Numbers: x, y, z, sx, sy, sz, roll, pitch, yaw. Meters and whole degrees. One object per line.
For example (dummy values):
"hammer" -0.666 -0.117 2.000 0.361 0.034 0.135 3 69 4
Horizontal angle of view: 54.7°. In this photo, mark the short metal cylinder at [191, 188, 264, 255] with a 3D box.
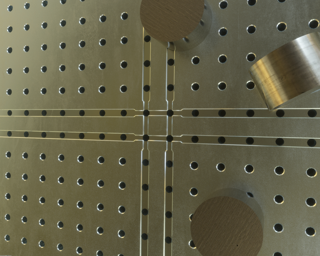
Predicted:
"short metal cylinder" 0.082 0.116 0.370 0.080 0.050 0.079 0 90 20

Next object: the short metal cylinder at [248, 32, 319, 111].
"short metal cylinder" 0.144 -0.058 0.332 0.080 0.080 0.050 -27 81 18

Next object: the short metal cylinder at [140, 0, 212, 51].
"short metal cylinder" 0.022 -0.143 0.392 0.080 0.050 0.079 0 90 20
